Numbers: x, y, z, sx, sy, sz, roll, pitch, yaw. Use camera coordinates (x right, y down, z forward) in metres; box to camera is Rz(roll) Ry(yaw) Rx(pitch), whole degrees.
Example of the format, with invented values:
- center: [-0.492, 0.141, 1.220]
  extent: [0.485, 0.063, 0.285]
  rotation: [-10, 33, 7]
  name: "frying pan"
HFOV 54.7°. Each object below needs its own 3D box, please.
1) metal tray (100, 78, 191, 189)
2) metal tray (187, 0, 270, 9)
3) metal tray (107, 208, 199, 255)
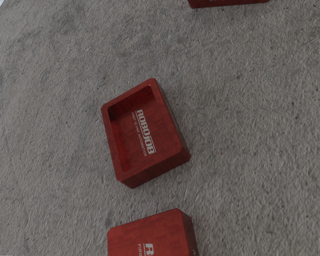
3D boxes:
- center: [-0.024, 0.003, 0.410]
  extent: [0.090, 0.030, 0.130]
  rotation: [-28, 52, 10]
  name: "metal tray"
- center: [0.113, -0.235, 0.485]
  extent: [0.130, 0.030, 0.090]
  rotation: [9, 66, 32]
  name: "metal tray"
- center: [-0.003, 0.156, 0.307]
  extent: [0.090, 0.030, 0.130]
  rotation: [-21, 54, 15]
  name: "metal tray"
